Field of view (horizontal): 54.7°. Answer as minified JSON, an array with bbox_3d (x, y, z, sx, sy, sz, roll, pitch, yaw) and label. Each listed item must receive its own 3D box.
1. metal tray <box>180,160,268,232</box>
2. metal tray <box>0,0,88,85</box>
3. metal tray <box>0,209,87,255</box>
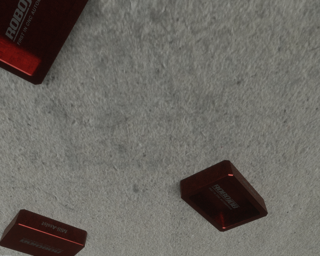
[{"bbox_3d":[0.105,0.115,0.503,0.090,0.030,0.130,-30,125,22],"label":"metal tray"},{"bbox_3d":[-0.133,-0.114,0.304,0.090,0.030,0.129,29,124,-23],"label":"metal tray"},{"bbox_3d":[-0.215,0.205,0.576,0.131,0.030,0.090,29,124,-23],"label":"metal tray"}]
